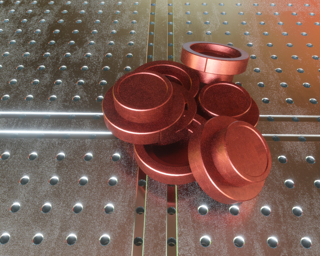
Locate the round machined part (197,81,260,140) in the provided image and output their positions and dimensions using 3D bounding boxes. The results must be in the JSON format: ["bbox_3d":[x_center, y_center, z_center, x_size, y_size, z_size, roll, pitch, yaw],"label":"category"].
[{"bbox_3d":[0.085,-0.026,0.419,0.099,0.042,0.098,0,50,0],"label":"round machined part"}]

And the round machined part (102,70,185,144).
[{"bbox_3d":[-0.020,-0.031,0.368,0.099,0.042,0.098,0,50,0],"label":"round machined part"}]

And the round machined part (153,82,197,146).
[{"bbox_3d":[-0.002,-0.015,0.409,0.099,0.042,0.098,0,50,0],"label":"round machined part"}]

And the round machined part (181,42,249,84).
[{"bbox_3d":[0.079,-0.095,0.463,0.099,0.042,0.098,6,29,-3],"label":"round machined part"}]

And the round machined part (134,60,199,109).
[{"bbox_3d":[0.004,-0.049,0.438,0.099,0.042,0.098,0,50,0],"label":"round machined part"}]

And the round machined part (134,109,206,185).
[{"bbox_3d":[0.019,0.026,0.375,0.099,0.042,0.098,0,50,0],"label":"round machined part"}]

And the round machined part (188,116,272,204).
[{"bbox_3d":[0.083,0.031,0.339,0.099,0.042,0.098,15,61,-28],"label":"round machined part"}]
